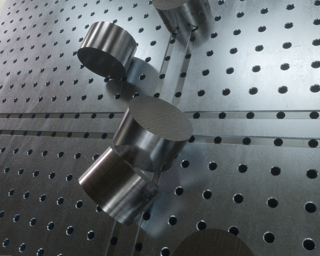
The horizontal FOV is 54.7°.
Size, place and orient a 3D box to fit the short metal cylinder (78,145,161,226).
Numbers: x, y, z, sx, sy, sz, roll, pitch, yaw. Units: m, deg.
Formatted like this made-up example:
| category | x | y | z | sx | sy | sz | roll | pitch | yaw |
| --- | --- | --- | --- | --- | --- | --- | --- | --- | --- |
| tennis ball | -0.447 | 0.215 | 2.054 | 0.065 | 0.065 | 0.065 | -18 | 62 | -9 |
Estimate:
| category | x | y | z | sx | sy | sz | roll | pitch | yaw |
| --- | --- | --- | --- | --- | --- | --- | --- | --- | --- |
| short metal cylinder | -0.046 | 0.065 | 0.357 | 0.050 | 0.080 | 0.080 | -47 | 51 | -5 |

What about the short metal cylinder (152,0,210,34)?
| category | x | y | z | sx | sy | sz | roll | pitch | yaw |
| --- | --- | --- | --- | --- | --- | --- | --- | --- | --- |
| short metal cylinder | 0.034 | -0.200 | 0.497 | 0.080 | 0.050 | 0.080 | -13 | 56 | 21 |

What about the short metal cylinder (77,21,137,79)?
| category | x | y | z | sx | sy | sz | roll | pitch | yaw |
| --- | --- | --- | --- | --- | --- | --- | --- | --- | --- |
| short metal cylinder | -0.083 | -0.121 | 0.491 | 0.080 | 0.080 | 0.050 | 6 | 65 | 31 |

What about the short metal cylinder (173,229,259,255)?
| category | x | y | z | sx | sy | sz | roll | pitch | yaw |
| --- | --- | --- | --- | --- | --- | --- | --- | --- | --- |
| short metal cylinder | 0.054 | 0.137 | 0.280 | 0.080 | 0.050 | 0.080 | -13 | 56 | 21 |

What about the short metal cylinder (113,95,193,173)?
| category | x | y | z | sx | sy | sz | roll | pitch | yaw |
| --- | --- | --- | --- | --- | --- | --- | --- | --- | --- |
| short metal cylinder | -0.009 | 0.006 | 0.365 | 0.050 | 0.081 | 0.080 | -61 | 43 | 31 |
